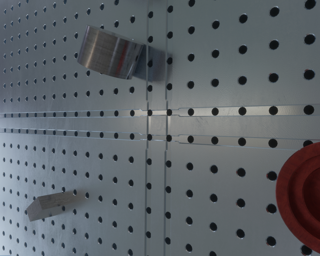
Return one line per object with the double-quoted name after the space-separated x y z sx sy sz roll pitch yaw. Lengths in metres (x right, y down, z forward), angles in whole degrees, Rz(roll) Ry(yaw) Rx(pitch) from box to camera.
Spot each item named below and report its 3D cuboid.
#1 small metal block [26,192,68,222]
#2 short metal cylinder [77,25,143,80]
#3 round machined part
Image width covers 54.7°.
-0.205 0.143 0.563 0.050 0.050 0.025 -42 65 32 "small metal block"
-0.069 -0.105 0.430 0.080 0.081 0.050 32 110 35 "short metal cylinder"
0.157 0.059 0.269 0.098 0.042 0.097 0 90 40 "round machined part"
